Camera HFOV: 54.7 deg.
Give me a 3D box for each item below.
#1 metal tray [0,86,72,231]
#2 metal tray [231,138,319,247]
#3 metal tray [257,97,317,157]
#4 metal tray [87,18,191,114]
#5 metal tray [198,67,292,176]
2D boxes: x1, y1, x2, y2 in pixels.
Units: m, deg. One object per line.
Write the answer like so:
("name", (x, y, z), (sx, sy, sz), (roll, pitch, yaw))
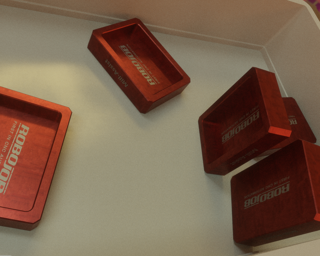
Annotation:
("metal tray", (-0.149, 0.026, 0.306), (0.091, 0.030, 0.130), (18, 55, -18))
("metal tray", (0.136, 0.081, 0.364), (0.030, 0.129, 0.090), (18, 55, -18))
("metal tray", (0.188, -0.005, 0.509), (0.131, 0.030, 0.090), (-5, 64, -31))
("metal tray", (-0.029, -0.093, 0.444), (0.091, 0.030, 0.130), (-33, 81, -38))
("metal tray", (0.099, -0.004, 0.396), (0.030, 0.129, 0.090), (11, 57, -23))
